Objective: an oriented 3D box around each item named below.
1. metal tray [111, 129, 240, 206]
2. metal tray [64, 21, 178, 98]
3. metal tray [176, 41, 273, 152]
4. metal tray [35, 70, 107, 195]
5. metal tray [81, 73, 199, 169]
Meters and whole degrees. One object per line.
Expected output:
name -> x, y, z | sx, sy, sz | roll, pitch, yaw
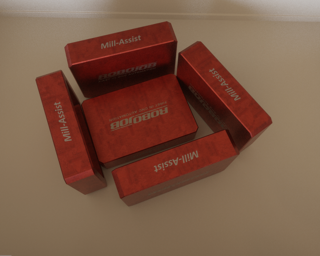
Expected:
metal tray -> 0.017, 0.049, 0.355 | 0.131, 0.090, 0.030 | -19, 72, -7
metal tray -> -0.046, -0.085, 0.404 | 0.131, 0.090, 0.030 | -15, 71, -6
metal tray -> 0.072, -0.034, 0.387 | 0.030, 0.090, 0.130 | -35, 74, -11
metal tray -> -0.103, 0.008, 0.369 | 0.030, 0.090, 0.130 | -20, 72, -7
metal tray -> -0.027, -0.011, 0.408 | 0.131, 0.030, 0.090 | -19, 71, -7
